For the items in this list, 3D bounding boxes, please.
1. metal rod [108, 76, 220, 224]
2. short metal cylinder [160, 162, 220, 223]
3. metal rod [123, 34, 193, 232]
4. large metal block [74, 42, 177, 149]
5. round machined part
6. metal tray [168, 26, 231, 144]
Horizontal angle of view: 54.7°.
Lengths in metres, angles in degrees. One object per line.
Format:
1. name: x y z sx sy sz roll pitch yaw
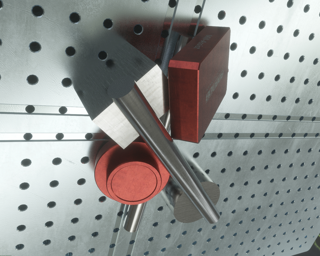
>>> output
1. metal rod: 0.024 0.050 0.365 0.025 0.025 0.300 -37 138 -4
2. short metal cylinder: 0.046 0.101 0.485 0.081 0.050 0.079 -14 125 -21
3. metal rod: -0.005 0.023 0.424 0.025 0.025 0.298 2 117 -30
4. large metal block: -0.037 -0.038 0.334 0.080 0.080 0.050 -41 130 0
5. round machined part: -0.035 0.060 0.399 0.099 0.042 0.097 -4 117 -8
6. metal tray: 0.049 -0.054 0.352 0.131 0.030 0.089 -53 146 -50
